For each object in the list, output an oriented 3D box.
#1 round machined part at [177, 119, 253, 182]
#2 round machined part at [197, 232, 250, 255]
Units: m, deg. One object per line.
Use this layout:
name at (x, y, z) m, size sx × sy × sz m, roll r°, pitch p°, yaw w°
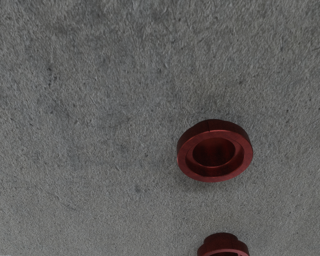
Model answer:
round machined part at (0.072, 0.026, 0.419) m, size 0.099 × 0.042 × 0.097 m, roll 0°, pitch 130°, yaw 0°
round machined part at (0.121, 0.239, 0.601) m, size 0.099 × 0.042 × 0.097 m, roll 0°, pitch 130°, yaw 0°
